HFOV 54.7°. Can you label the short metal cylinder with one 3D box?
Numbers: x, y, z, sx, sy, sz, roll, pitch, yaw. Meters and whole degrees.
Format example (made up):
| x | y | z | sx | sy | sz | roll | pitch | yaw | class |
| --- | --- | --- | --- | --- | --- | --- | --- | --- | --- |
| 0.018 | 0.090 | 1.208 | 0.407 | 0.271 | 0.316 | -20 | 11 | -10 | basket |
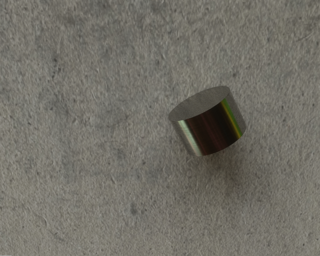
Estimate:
| x | y | z | sx | sy | sz | roll | pitch | yaw | class |
| --- | --- | --- | --- | --- | --- | --- | --- | --- | --- |
| 0.057 | -0.010 | 0.378 | 0.080 | 0.080 | 0.050 | -26 | 108 | 9 | short metal cylinder |
